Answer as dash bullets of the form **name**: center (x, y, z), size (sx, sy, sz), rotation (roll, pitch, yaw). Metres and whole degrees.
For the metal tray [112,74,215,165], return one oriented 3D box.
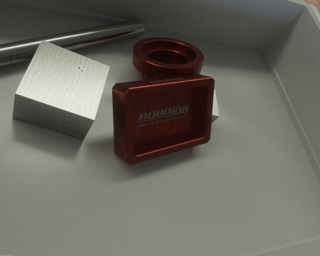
- **metal tray**: center (0.008, -0.015, 0.381), size (0.131, 0.089, 0.030), rotation (-13, 24, -34)

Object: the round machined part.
- **round machined part**: center (0.010, -0.090, 0.441), size (0.099, 0.042, 0.098), rotation (6, 38, -5)

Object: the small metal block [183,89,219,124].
- **small metal block**: center (0.057, -0.037, 0.461), size (0.050, 0.025, 0.050), rotation (12, 57, -22)

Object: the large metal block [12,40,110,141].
- **large metal block**: center (-0.111, -0.042, 0.356), size (0.081, 0.050, 0.080), rotation (20, 54, -17)

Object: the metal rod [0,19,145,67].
- **metal rod**: center (-0.140, -0.105, 0.394), size (0.302, 0.025, 0.025), rotation (-26, 77, -37)
